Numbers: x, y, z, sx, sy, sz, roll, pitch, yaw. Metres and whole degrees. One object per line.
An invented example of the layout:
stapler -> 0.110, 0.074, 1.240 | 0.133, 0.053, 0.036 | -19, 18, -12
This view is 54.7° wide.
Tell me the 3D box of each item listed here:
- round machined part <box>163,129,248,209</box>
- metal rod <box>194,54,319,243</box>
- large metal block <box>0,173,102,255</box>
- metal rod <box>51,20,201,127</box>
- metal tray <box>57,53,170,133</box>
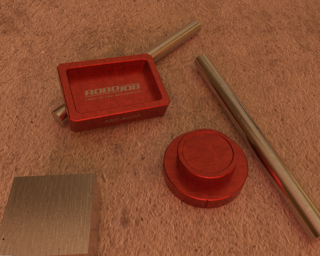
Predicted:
round machined part -> 0.053, 0.039, 0.360 | 0.099, 0.042, 0.098 | 0, 50, 0
metal rod -> 0.115, 0.001, 0.403 | 0.025, 0.025, 0.299 | -15, 52, -12
large metal block -> -0.104, 0.094, 0.307 | 0.081, 0.050, 0.080 | -2, 50, -3
metal rod -> -0.036, -0.098, 0.484 | 0.025, 0.025, 0.302 | 34, 58, 25
metal tray -> -0.062, -0.051, 0.417 | 0.131, 0.030, 0.090 | -12, 64, -20
